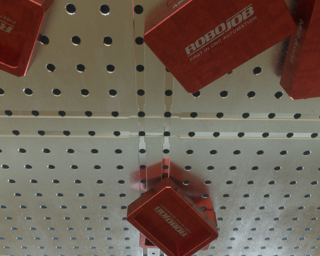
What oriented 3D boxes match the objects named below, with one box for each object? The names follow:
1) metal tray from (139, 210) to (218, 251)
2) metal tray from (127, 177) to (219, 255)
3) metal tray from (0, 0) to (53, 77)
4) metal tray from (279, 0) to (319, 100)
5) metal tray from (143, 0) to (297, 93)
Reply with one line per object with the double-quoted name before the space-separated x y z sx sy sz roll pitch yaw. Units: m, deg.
"metal tray" 0.030 0.186 0.567 0.131 0.030 0.089 4 130 -4
"metal tray" 0.021 0.153 0.506 0.090 0.030 0.130 -40 108 12
"metal tray" -0.185 -0.116 0.306 0.131 0.030 0.089 23 126 -19
"metal tray" 0.187 -0.094 0.324 0.091 0.030 0.129 -7 130 -4
"metal tray" 0.059 -0.104 0.321 0.130 0.030 0.090 -30 124 23
